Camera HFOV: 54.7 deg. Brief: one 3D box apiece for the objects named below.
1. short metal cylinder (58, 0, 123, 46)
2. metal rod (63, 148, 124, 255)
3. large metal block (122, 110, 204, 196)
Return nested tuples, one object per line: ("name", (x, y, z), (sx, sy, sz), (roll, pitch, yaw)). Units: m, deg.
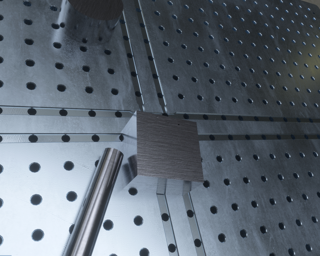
("short metal cylinder", (-0.098, -0.164, 0.439), (0.081, 0.050, 0.080), (14, 56, -21))
("metal rod", (-0.085, 0.147, 0.272), (0.025, 0.025, 0.300), (25, 53, -13))
("large metal block", (0.001, 0.032, 0.373), (0.081, 0.050, 0.080), (10, 57, -23))
